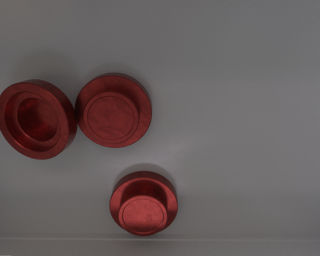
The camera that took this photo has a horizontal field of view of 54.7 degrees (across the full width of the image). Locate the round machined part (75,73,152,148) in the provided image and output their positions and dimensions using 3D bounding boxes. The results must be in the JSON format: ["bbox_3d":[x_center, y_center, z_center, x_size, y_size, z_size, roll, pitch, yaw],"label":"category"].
[{"bbox_3d":[-0.059,-0.019,0.395,0.099,0.042,0.097,0,110,0],"label":"round machined part"}]

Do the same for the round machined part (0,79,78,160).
[{"bbox_3d":[-0.148,-0.013,0.388,0.098,0.042,0.097,5,111,14],"label":"round machined part"}]

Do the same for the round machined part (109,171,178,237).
[{"bbox_3d":[-0.023,0.115,0.444,0.099,0.042,0.097,0,110,0],"label":"round machined part"}]
